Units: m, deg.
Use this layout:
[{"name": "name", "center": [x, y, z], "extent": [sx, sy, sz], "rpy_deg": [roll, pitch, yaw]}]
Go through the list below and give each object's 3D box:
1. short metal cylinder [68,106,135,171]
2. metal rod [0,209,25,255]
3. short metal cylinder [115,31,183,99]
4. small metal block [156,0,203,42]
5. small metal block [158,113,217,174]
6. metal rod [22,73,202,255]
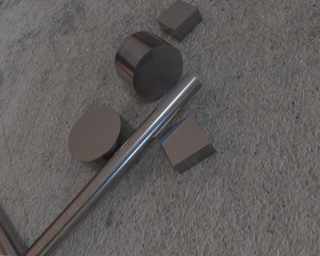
[{"name": "short metal cylinder", "center": [-0.075, 0.018, 0.416], "extent": [0.080, 0.050, 0.080], "rpy_deg": [-13, 56, 21]}, {"name": "metal rod", "center": [-0.172, 0.175, 0.386], "extent": [0.300, 0.025, 0.025], "rpy_deg": [32, 80, 38]}, {"name": "short metal cylinder", "center": [-0.015, -0.087, 0.430], "extent": [0.080, 0.080, 0.050], "rpy_deg": [-44, 51, -2]}, {"name": "small metal block", "center": [0.031, -0.172, 0.494], "extent": [0.050, 0.025, 0.050], "rpy_deg": [-44, 51, -3]}, {"name": "small metal block", "center": [0.032, 0.019, 0.376], "extent": [0.050, 0.025, 0.050], "rpy_deg": [-33, 52, 6]}, {"name": "metal rod", "center": [-0.057, 0.052, 0.375], "extent": [0.300, 0.025, 0.025], "rpy_deg": [-48, 51, -3]}]
